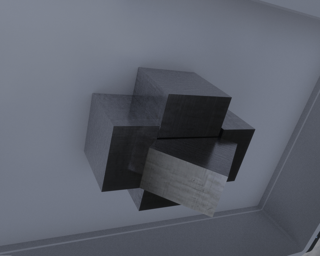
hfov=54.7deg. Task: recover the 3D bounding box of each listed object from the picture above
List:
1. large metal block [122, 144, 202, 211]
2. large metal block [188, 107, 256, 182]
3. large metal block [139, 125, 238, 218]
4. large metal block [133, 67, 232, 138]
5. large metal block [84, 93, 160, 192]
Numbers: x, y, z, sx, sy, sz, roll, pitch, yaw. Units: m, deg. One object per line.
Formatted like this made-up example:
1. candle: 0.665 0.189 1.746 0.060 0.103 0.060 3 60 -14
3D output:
1. large metal block: -0.001 0.057 0.406 0.081 0.080 0.050 0 119 -28
2. large metal block: 0.070 0.018 0.418 0.050 0.080 0.079 0 119 -29
3. large metal block: 0.034 0.041 0.342 0.080 0.080 0.050 -46 153 -62
4. large metal block: 0.022 -0.031 0.364 0.081 0.080 0.050 0 119 -28
5. large metal block: -0.048 0.014 0.355 0.050 0.080 0.079 0 119 -29
